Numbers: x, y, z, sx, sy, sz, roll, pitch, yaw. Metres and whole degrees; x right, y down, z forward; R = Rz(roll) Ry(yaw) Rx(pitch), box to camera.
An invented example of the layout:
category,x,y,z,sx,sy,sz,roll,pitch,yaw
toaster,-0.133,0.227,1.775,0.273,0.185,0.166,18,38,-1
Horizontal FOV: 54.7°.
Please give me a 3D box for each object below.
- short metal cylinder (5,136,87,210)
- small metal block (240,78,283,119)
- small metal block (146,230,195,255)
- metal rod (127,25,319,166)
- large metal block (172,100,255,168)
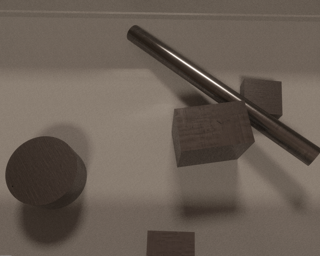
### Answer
category,x,y,z,sx,sy,sz,roll,pitch,yaw
short metal cylinder,-0.134,0.055,0.374,0.081,0.050,0.080,0,70,0
small metal block,0.138,-0.038,0.425,0.050,0.025,0.050,6,70,1
small metal block,0.011,0.130,0.349,0.050,0.050,0.025,2,70,0
metal rod,0.070,-0.054,0.410,0.300,0.025,0.025,39,74,20
large metal block,0.059,0.010,0.378,0.081,0.080,0.050,-7,71,-3
